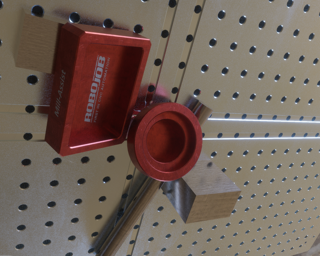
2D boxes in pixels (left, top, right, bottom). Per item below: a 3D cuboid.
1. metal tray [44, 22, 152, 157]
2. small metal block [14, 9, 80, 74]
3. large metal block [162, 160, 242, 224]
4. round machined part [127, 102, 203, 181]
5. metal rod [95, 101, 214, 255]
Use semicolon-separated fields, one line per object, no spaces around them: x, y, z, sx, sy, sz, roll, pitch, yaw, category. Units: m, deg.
-0.066;-0.038;0.329;0.091;0.030;0.129;-11;126;-47;metal tray
-0.110;-0.082;0.301;0.050;0.025;0.050;7;115;-32;small metal block
0.059;0.092;0.467;0.081;0.080;0.050;2;118;-30;large metal block
0.003;0.016;0.397;0.099;0.042;0.097;-2;94;-30;round machined part
-0.015;0.091;0.460;0.025;0.025;0.299;23;106;-37;metal rod
